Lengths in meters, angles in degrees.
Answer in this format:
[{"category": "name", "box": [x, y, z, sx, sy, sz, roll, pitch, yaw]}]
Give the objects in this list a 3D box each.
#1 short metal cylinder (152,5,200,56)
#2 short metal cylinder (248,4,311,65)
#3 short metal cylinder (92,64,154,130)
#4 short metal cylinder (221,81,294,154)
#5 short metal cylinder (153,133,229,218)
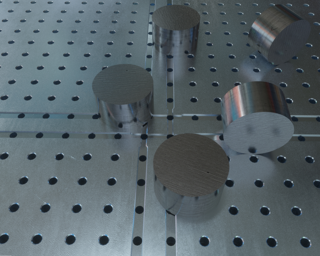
[{"category": "short metal cylinder", "box": [0.027, -0.169, 0.533, 0.081, 0.050, 0.080, 0, 50, 0]}, {"category": "short metal cylinder", "box": [0.191, -0.149, 0.498, 0.081, 0.080, 0.050, -21, 53, -17]}, {"category": "short metal cylinder", "box": [-0.049, -0.043, 0.427, 0.081, 0.050, 0.080, 0, 50, 0]}, {"category": "short metal cylinder", "box": [0.117, -0.011, 0.382, 0.080, 0.080, 0.050, 2, 50, 2]}, {"category": "short metal cylinder", "box": [0.033, 0.052, 0.347, 0.081, 0.050, 0.080, 0, 50, 0]}]
